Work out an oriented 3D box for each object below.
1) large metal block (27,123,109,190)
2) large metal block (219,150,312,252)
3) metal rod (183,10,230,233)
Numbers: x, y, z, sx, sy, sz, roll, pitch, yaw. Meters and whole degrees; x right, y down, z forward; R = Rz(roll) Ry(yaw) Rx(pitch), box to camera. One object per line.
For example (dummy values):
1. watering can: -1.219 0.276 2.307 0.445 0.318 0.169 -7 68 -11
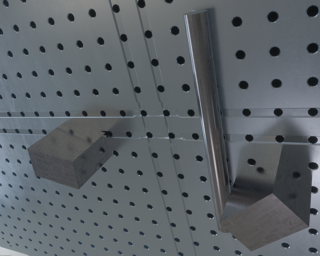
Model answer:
1. large metal block: -0.136 0.039 0.471 0.080 0.080 0.050 12 124 21
2. large metal block: 0.125 0.084 0.362 0.050 0.080 0.080 43 129 -1
3. metal rod: 0.066 0.012 0.383 0.025 0.025 0.298 2 119 27
